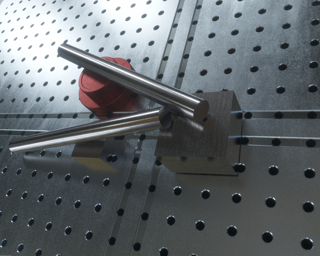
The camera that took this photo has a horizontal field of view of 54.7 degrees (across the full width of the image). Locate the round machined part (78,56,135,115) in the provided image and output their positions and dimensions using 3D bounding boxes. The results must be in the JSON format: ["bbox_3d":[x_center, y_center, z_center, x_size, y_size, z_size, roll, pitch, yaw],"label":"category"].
[{"bbox_3d":[-0.087,-0.073,0.485,0.098,0.042,0.098,-13,56,20],"label":"round machined part"}]

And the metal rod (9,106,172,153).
[{"bbox_3d":[-0.116,0.009,0.426,0.300,0.025,0.025,-10,57,35],"label":"metal rod"}]

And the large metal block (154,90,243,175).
[{"bbox_3d":[0.047,0.006,0.359,0.080,0.050,0.080,-2,61,27],"label":"large metal block"}]

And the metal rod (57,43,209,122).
[{"bbox_3d":[-0.058,-0.073,0.420,0.300,0.025,0.025,29,77,40],"label":"metal rod"}]

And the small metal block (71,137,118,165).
[{"bbox_3d":[-0.092,0.024,0.440,0.050,0.025,0.050,0,62,27],"label":"small metal block"}]
